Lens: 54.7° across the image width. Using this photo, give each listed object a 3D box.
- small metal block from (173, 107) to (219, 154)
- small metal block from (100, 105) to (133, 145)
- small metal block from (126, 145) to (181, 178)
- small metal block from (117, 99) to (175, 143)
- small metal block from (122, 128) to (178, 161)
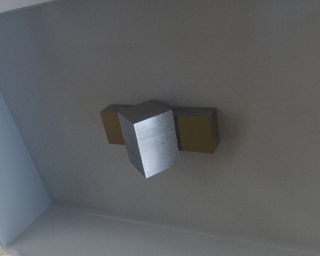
[{"bbox_3d":[0.044,0.002,0.384,0.050,0.025,0.050,3,120,26],"label":"small metal block"},{"bbox_3d":[-0.049,-0.004,0.428,0.050,0.025,0.050,4,120,26],"label":"small metal block"},{"bbox_3d":[-0.009,0.034,0.402,0.050,0.050,0.025,33,140,55],"label":"small metal block"},{"bbox_3d":[-0.017,-0.010,0.379,0.050,0.050,0.025,34,140,55],"label":"small metal block"},{"bbox_3d":[-0.013,0.012,0.391,0.050,0.050,0.025,33,140,55],"label":"small metal block"}]
